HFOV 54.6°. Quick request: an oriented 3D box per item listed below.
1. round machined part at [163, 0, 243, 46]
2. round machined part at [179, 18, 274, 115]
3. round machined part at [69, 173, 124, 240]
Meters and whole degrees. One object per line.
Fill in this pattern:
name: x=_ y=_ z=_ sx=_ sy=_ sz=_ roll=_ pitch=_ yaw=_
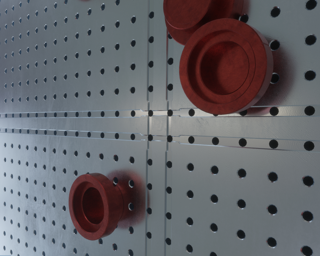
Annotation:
round machined part: x=0.042 y=-0.145 z=0.364 sx=0.098 sy=0.042 sz=0.097 roll=0 pitch=90 yaw=40
round machined part: x=0.073 y=-0.064 z=0.335 sx=0.098 sy=0.042 sz=0.097 roll=4 pitch=97 yaw=36
round machined part: x=-0.095 y=0.118 z=0.478 sx=0.098 sy=0.042 sz=0.097 roll=0 pitch=90 yaw=40
